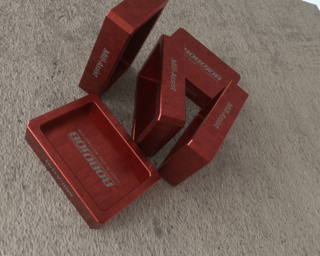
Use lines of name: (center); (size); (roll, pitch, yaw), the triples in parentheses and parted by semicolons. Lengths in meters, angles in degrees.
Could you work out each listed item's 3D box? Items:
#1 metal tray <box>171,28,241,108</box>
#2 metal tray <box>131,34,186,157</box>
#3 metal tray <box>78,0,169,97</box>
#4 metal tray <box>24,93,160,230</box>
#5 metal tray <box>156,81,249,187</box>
metal tray: (0.057, -0.091, 0.490); (0.130, 0.030, 0.090); (39, 51, -2)
metal tray: (-0.003, -0.040, 0.387); (0.030, 0.090, 0.130); (16, 55, -20)
metal tray: (-0.047, -0.101, 0.376); (0.030, 0.129, 0.090); (38, 51, -4)
metal tray: (-0.073, 0.032, 0.344); (0.091, 0.030, 0.130); (-33, 80, -38)
metal tray: (0.055, 0.006, 0.391); (0.030, 0.090, 0.131); (40, 51, -2)
